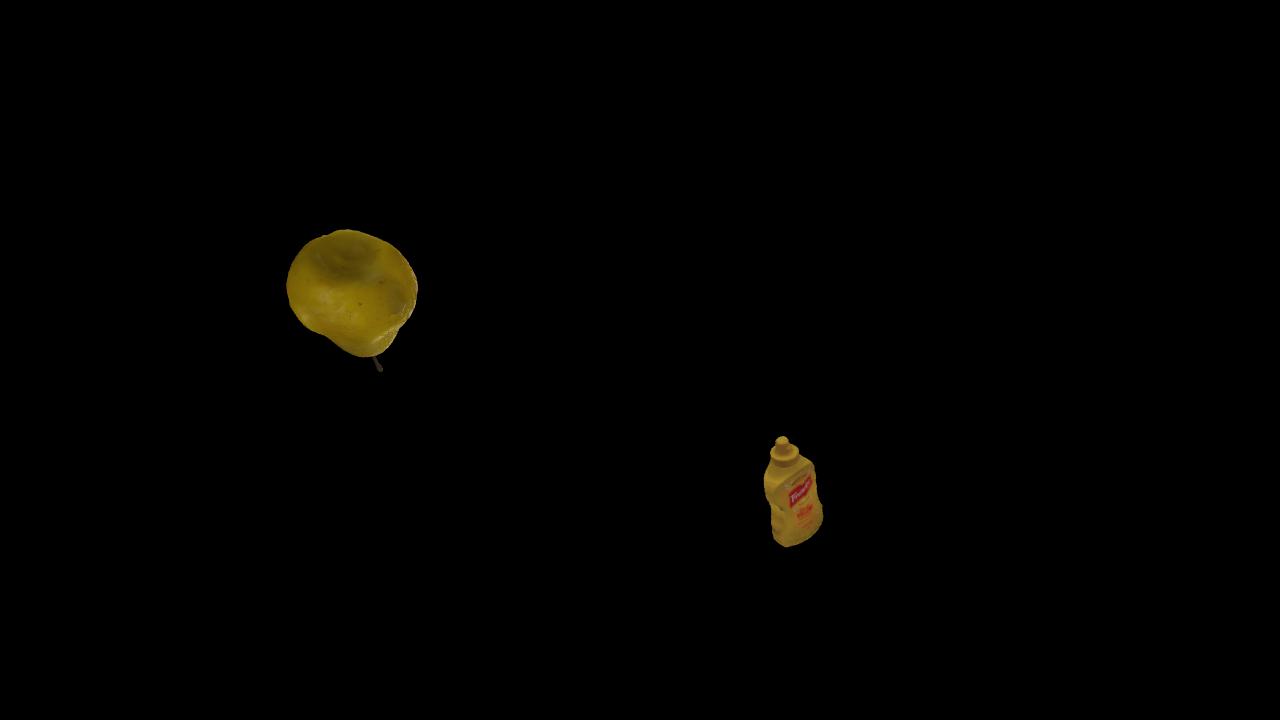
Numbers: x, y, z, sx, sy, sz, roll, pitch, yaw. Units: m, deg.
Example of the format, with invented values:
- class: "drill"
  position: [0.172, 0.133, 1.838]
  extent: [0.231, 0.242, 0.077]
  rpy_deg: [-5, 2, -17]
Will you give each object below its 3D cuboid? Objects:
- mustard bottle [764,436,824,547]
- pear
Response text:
- class: "mustard bottle"
  position: [0.231, 0.194, 0.943]
  extent: [0.092, 0.184, 0.054]
  rpy_deg: [-25, 28, -17]
- class: "pear"
  position: [-0.197, -0.035, 0.428]
  extent: [0.080, 0.080, 0.111]
  rpy_deg: [0, -36, -22]
